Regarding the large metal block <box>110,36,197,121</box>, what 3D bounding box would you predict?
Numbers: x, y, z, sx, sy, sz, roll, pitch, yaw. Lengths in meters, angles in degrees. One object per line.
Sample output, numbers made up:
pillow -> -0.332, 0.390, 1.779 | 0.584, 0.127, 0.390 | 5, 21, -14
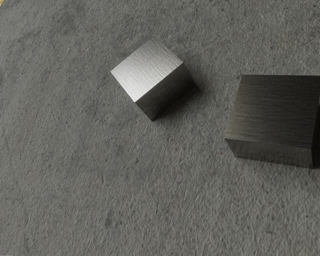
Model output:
large metal block -> -0.010, -0.070, 0.436 | 0.080, 0.050, 0.080 | -40, 51, 1

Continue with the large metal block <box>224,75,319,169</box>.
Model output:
large metal block -> 0.123, -0.009, 0.329 | 0.080, 0.050, 0.080 | 7, 65, 31
